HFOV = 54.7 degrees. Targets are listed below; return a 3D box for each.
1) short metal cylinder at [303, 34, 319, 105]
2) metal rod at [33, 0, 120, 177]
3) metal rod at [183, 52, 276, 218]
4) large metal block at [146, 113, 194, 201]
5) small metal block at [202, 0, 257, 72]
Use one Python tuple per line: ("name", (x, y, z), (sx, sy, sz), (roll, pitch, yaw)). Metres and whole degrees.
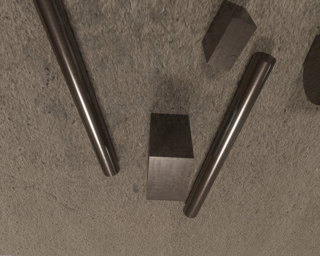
("short metal cylinder", (0.194, -0.061, 0.322), (0.050, 0.080, 0.079), (5, 130, -4))
("metal rod", (-0.095, -0.049, 0.363), (0.025, 0.025, 0.298), (-7, 130, 5))
("metal rod", (0.084, 0.033, 0.436), (0.025, 0.025, 0.298), (9, 130, -8))
("large metal block", (0.010, 0.037, 0.403), (0.050, 0.080, 0.079), (3, 130, -3))
("small metal block", (0.067, -0.094, 0.312), (0.025, 0.050, 0.050), (17, 128, -14))
